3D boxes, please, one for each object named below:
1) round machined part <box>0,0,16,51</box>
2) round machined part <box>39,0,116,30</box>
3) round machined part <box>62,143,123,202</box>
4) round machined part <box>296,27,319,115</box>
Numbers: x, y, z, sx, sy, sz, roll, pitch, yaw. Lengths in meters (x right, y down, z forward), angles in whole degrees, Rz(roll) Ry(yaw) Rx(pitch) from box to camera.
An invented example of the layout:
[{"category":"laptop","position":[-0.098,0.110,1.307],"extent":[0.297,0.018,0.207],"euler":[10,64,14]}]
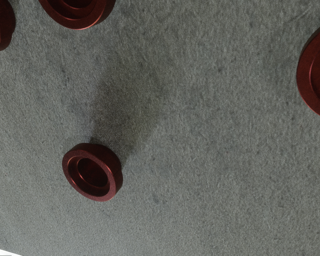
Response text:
[{"category":"round machined part","position":[-0.241,-0.153,0.425],"extent":[0.098,0.042,0.097],"euler":[13,124,20]},{"category":"round machined part","position":[-0.089,-0.163,0.341],"extent":[0.098,0.042,0.097],"euler":[13,124,20]},{"category":"round machined part","position":[-0.100,0.064,0.486],"extent":[0.098,0.042,0.097],"euler":[13,124,20]},{"category":"round machined part","position":[0.174,-0.054,0.271],"extent":[0.098,0.042,0.097],"euler":[13,124,20]}]
